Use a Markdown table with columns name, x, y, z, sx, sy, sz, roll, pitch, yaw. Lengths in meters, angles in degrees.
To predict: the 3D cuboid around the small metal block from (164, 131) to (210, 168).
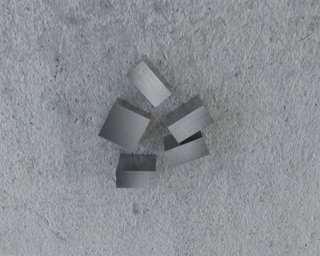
| name | x | y | z | sx | sy | sz | roll | pitch | yaw |
| --- | --- | --- | --- | --- | --- | --- | --- | --- | --- |
| small metal block | 0.033 | 0.022 | 0.405 | 0.050 | 0.050 | 0.025 | -21 | 109 | 7 |

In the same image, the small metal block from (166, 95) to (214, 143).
| name | x | y | z | sx | sy | sz | roll | pitch | yaw |
| --- | --- | --- | --- | --- | --- | --- | --- | --- | --- |
| small metal block | 0.037 | -0.013 | 0.392 | 0.050 | 0.050 | 0.025 | -32 | 107 | 11 |

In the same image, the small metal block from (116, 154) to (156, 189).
| name | x | y | z | sx | sy | sz | roll | pitch | yaw |
| --- | --- | --- | --- | --- | --- | --- | --- | --- | --- |
| small metal block | -0.031 | 0.057 | 0.417 | 0.050 | 0.050 | 0.025 | 1 | 110 | -1 |

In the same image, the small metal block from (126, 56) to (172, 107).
| name | x | y | z | sx | sy | sz | roll | pitch | yaw |
| --- | --- | --- | --- | --- | --- | --- | --- | --- | --- |
| small metal block | -0.012 | -0.058 | 0.375 | 0.025 | 0.050 | 0.050 | -39 | 106 | 13 |

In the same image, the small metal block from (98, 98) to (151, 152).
| name | x | y | z | sx | sy | sz | roll | pitch | yaw |
| --- | --- | --- | --- | --- | --- | --- | --- | --- | --- |
| small metal block | -0.046 | -0.005 | 0.408 | 0.050 | 0.025 | 0.050 | 26 | 108 | -10 |
